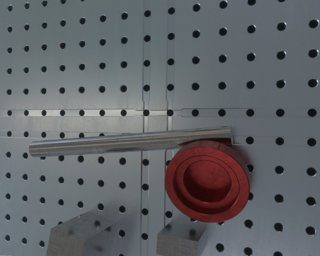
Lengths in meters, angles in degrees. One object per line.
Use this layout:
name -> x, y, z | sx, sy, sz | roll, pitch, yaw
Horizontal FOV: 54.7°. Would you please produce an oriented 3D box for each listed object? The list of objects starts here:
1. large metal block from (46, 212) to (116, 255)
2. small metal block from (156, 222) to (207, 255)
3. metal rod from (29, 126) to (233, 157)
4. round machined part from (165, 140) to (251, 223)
large metal block -> -0.108, 0.170, 0.421 | 0.050, 0.080, 0.079 | 13, 94, 19
small metal block -> 0.028, 0.142, 0.389 | 0.050, 0.050, 0.025 | 4, 92, 20
metal rod -> -0.053, 0.021, 0.431 | 0.301, 0.025, 0.025 | -5, 89, 19
round machined part -> 0.059, 0.060, 0.373 | 0.098, 0.042, 0.097 | 6, 109, 17
